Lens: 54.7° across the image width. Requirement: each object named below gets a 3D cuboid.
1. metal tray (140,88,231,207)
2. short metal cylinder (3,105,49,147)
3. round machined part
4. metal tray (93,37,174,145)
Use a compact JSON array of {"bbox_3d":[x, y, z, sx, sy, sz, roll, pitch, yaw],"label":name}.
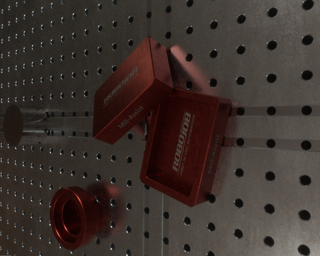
[{"bbox_3d":[0.027,0.019,0.381,0.090,0.030,0.129,19,102,38],"label":"metal tray"},{"bbox_3d":[-0.263,-0.005,0.606,0.080,0.050,0.079,0,90,39],"label":"short metal cylinder"},{"bbox_3d":[-0.134,0.144,0.506,0.098,0.042,0.097,0,90,39],"label":"round machined part"},{"bbox_3d":[-0.041,-0.048,0.415,0.130,0.030,0.090,-39,41,32],"label":"metal tray"}]
